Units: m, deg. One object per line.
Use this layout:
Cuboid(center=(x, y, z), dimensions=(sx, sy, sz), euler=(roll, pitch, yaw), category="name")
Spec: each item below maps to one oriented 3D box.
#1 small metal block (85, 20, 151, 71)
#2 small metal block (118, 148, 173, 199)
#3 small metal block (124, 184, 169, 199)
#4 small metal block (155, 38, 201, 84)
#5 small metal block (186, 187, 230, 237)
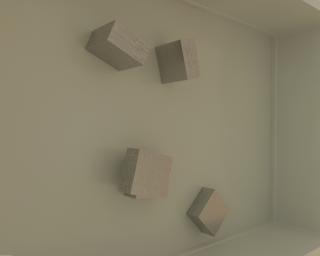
Cuboid(center=(-0.048, -0.091, 0.350), dimensions=(0.050, 0.050, 0.025), euler=(29, 72, -36), category="small metal block")
Cuboid(center=(-0.016, 0.053, 0.361), dimensions=(0.050, 0.025, 0.050), euler=(18, 79, -38), category="small metal block")
Cuboid(center=(-0.016, 0.062, 0.394), dimensions=(0.050, 0.025, 0.050), euler=(7, 86, -40), category="small metal block")
Cuboid(center=(0.023, -0.087, 0.409), dimensions=(0.025, 0.050, 0.050), euler=(-19, 102, -39), category="small metal block")
Cuboid(center=(0.073, 0.126, 0.468), dimensions=(0.050, 0.025, 0.050), euler=(-52, 120, -27), category="small metal block")
